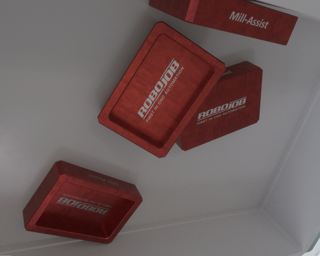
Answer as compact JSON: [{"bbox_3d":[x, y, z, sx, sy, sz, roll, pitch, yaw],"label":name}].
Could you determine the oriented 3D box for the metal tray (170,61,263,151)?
[{"bbox_3d":[0.078,-0.031,0.429,0.131,0.030,0.089,-20,126,-17],"label":"metal tray"}]

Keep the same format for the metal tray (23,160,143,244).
[{"bbox_3d":[-0.099,0.104,0.415,0.131,0.030,0.090,28,103,-38],"label":"metal tray"}]

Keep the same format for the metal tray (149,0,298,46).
[{"bbox_3d":[0.065,-0.123,0.325,0.131,0.090,0.030,2,118,-29],"label":"metal tray"}]

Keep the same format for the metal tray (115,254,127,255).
[{"bbox_3d":[-0.103,0.246,0.479,0.091,0.030,0.129,-4,137,-27],"label":"metal tray"}]

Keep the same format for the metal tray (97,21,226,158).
[{"bbox_3d":[0.000,-0.042,0.354,0.090,0.030,0.129,32,102,-10],"label":"metal tray"}]
